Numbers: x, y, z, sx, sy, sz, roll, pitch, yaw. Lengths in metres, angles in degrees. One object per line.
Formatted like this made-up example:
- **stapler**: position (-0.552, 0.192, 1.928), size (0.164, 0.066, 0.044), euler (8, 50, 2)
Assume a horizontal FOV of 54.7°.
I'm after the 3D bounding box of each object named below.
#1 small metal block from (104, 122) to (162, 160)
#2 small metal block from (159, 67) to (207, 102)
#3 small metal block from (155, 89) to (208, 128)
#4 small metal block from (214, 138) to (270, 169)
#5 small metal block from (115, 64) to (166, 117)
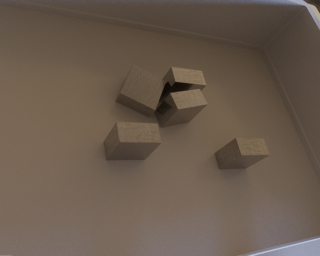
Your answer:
- **small metal block**: position (-0.033, 0.017, 0.363), size (0.050, 0.050, 0.025), euler (2, 61, -28)
- **small metal block**: position (0.030, -0.059, 0.444), size (0.050, 0.050, 0.025), euler (2, 61, -28)
- **small metal block**: position (0.028, -0.027, 0.423), size (0.050, 0.050, 0.025), euler (-12, 68, -33)
- **small metal block**: position (0.113, 0.036, 0.431), size (0.050, 0.050, 0.025), euler (2, 61, -28)
- **small metal block**: position (-0.026, -0.050, 0.419), size (0.050, 0.025, 0.050), euler (26, 61, -12)
